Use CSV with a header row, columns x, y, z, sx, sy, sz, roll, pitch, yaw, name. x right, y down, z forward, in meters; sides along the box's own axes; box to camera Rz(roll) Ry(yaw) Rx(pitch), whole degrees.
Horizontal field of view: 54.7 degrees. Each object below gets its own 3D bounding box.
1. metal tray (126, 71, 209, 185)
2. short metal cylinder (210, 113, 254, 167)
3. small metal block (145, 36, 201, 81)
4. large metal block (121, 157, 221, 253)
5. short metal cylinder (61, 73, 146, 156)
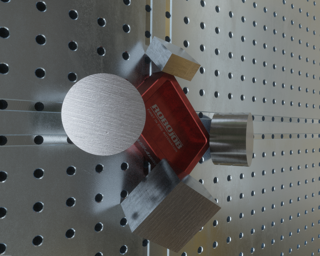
x,y,z,sx,sy,sz,roll,pitch,yaw,name
0.010,0.001,0.413,0.090,0.030,0.130,-49,119,-29,metal tray
0.109,0.017,0.464,0.080,0.050,0.079,0,90,-66,short metal cylinder
0.017,-0.090,0.403,0.050,0.050,0.025,11,121,-39,small metal block
0.013,0.096,0.382,0.080,0.050,0.080,-48,124,6,large metal block
-0.059,-0.013,0.324,0.081,0.050,0.079,0,91,-15,short metal cylinder
